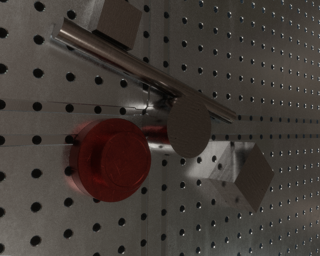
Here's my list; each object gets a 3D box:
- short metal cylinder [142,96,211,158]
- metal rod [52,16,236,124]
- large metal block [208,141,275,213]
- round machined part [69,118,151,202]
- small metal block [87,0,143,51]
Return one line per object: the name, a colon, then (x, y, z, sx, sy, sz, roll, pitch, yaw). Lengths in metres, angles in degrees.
short metal cylinder: (0.023, -0.001, 0.414, 0.081, 0.050, 0.079, 0, 90, -40)
metal rod: (0.004, -0.061, 0.414, 0.302, 0.025, 0.025, 21, 77, -38)
large metal block: (0.136, 0.079, 0.510, 0.080, 0.050, 0.080, 52, 60, -28)
round machined part: (-0.049, 0.037, 0.358, 0.099, 0.042, 0.097, 0, 90, -40)
small metal block: (-0.053, -0.124, 0.366, 0.050, 0.025, 0.050, 21, 77, -38)
